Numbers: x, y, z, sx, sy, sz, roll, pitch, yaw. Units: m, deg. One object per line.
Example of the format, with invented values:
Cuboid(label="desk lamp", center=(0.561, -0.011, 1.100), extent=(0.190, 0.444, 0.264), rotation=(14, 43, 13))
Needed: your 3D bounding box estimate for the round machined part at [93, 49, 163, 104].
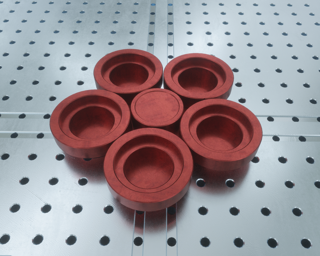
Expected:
Cuboid(label="round machined part", center=(-0.045, -0.070, 0.455), extent=(0.099, 0.042, 0.098), rotation=(0, 50, 0))

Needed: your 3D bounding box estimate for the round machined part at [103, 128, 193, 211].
Cuboid(label="round machined part", center=(-0.013, 0.050, 0.354), extent=(0.099, 0.042, 0.098), rotation=(0, 50, 0))

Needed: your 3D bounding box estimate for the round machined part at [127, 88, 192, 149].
Cuboid(label="round machined part", center=(-0.004, -0.015, 0.409), extent=(0.099, 0.042, 0.098), rotation=(0, 50, 0))

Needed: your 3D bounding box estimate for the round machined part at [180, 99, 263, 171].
Cuboid(label="round machined part", center=(0.073, 0.012, 0.387), extent=(0.099, 0.042, 0.098), rotation=(0, 50, 0))

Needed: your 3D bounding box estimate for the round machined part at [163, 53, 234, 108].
Cuboid(label="round machined part", center=(0.054, -0.062, 0.449), extent=(0.099, 0.042, 0.098), rotation=(0, 50, 0))

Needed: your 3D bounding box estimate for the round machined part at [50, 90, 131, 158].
Cuboid(label="round machined part", center=(-0.085, -0.001, 0.397), extent=(0.099, 0.042, 0.098), rotation=(0, 50, 0))
